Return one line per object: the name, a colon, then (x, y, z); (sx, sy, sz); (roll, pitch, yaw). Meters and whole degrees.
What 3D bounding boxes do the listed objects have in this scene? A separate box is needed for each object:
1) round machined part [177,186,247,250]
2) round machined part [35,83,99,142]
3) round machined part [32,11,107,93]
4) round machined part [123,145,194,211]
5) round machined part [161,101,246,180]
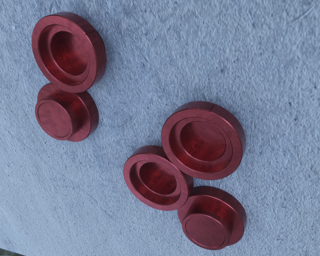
round machined part: (0.070, 0.134, 0.442); (0.098, 0.042, 0.097); (13, 124, 21)
round machined part: (-0.144, -0.021, 0.459); (0.098, 0.042, 0.097); (13, 124, 21)
round machined part: (-0.109, -0.097, 0.393); (0.098, 0.042, 0.097); (13, 124, 21)
round machined part: (0.001, 0.065, 0.435); (0.098, 0.042, 0.097); (13, 124, 21)
round machined part: (0.055, 0.011, 0.374); (0.098, 0.042, 0.097); (13, 124, 20)
